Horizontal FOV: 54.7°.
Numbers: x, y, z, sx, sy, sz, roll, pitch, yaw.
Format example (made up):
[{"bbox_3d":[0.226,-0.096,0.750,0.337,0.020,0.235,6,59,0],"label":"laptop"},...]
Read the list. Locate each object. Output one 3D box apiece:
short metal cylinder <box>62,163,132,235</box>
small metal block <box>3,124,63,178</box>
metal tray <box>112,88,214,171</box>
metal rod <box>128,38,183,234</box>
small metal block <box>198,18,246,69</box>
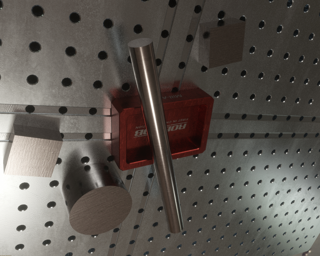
[{"bbox_3d":[-0.083,0.093,0.408,0.081,0.050,0.079,-14,124,-21],"label":"short metal cylinder"},{"bbox_3d":[-0.144,0.027,0.350,0.050,0.025,0.050,11,113,-33],"label":"small metal block"},{"bbox_3d":[0.004,0.001,0.411,0.131,0.030,0.089,-10,123,-24],"label":"metal tray"},{"bbox_3d":[0.002,0.034,0.395,0.025,0.025,0.298,-22,127,-16],"label":"metal rod"},{"bbox_3d":[0.077,-0.107,0.389,0.050,0.025,0.050,-17,125,-19],"label":"small metal block"}]
